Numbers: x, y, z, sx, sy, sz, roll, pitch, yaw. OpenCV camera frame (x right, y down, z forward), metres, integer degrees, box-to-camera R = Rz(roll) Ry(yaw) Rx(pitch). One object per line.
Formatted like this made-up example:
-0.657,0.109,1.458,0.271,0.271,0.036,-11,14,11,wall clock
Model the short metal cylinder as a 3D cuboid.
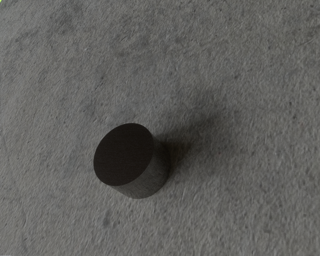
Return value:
-0.033,0.041,0.379,0.080,0.050,0.080,-13,56,21,short metal cylinder
